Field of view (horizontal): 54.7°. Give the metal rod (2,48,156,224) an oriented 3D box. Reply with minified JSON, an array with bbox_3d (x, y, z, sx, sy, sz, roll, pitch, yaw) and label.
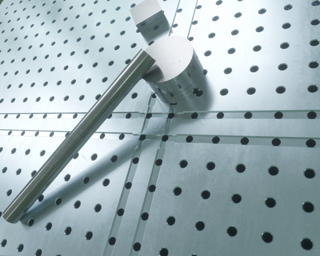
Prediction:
[{"bbox_3d":[-0.113,0.016,0.421,0.299,0.025,0.025,-48,51,7],"label":"metal rod"}]

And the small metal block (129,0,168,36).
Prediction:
[{"bbox_3d":[-0.020,-0.196,0.537,0.050,0.025,0.050,-27,53,10],"label":"small metal block"}]

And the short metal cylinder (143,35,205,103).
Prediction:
[{"bbox_3d":[0.016,-0.081,0.432,0.080,0.050,0.080,-13,56,20],"label":"short metal cylinder"}]
